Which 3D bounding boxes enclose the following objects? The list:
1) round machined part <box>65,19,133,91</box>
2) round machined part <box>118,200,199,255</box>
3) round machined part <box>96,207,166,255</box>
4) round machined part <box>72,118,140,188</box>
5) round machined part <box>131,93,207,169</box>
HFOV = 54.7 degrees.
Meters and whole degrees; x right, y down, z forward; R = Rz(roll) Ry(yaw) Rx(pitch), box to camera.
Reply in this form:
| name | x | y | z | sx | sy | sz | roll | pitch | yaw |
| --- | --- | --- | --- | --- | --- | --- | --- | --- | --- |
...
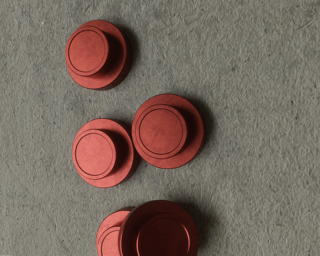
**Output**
| name | x | y | z | sx | sy | sz | roll | pitch | yaw |
| --- | --- | --- | --- | --- | --- | --- | --- | --- | --- |
| round machined part | -0.091 | -0.103 | 0.432 | 0.098 | 0.042 | 0.097 | 0 | 90 | 20 |
| round machined part | 0.001 | 0.136 | 0.372 | 0.099 | 0.042 | 0.098 | 4 | 75 | -16 |
| round machined part | -0.044 | 0.159 | 0.415 | 0.098 | 0.042 | 0.097 | 0 | 90 | 20 |
| round machined part | -0.081 | 0.035 | 0.428 | 0.098 | 0.042 | 0.097 | 0 | 90 | 20 |
| round machined part | 0.007 | 0.004 | 0.397 | 0.098 | 0.042 | 0.097 | 0 | 90 | 20 |
